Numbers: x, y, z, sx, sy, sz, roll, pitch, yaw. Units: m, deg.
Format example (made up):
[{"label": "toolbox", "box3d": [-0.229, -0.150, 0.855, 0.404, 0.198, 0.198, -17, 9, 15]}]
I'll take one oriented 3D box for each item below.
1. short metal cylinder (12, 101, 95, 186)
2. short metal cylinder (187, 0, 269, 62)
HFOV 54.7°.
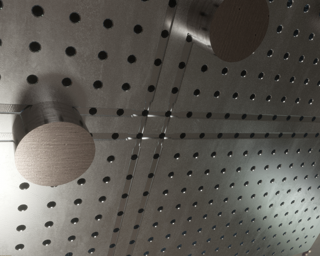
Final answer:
[{"label": "short metal cylinder", "box3d": [-0.118, 0.017, 0.342, 0.081, 0.050, 0.079, -14, 125, -21]}, {"label": "short metal cylinder", "box3d": [0.079, -0.124, 0.363, 0.081, 0.050, 0.079, -14, 125, -21]}]
